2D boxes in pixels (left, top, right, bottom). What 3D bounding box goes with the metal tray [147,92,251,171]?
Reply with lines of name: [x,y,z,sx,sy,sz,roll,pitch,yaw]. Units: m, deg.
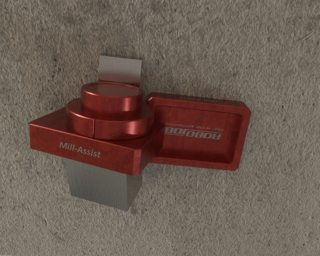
metal tray: [0.045,0.005,0.411,0.131,0.030,0.089,6,110,-3]

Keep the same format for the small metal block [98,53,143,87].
small metal block: [-0.049,-0.064,0.387,0.050,0.025,0.050,6,110,-3]

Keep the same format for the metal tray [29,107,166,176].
metal tray: [-0.069,0.008,0.360,0.131,0.090,0.030,13,111,14]

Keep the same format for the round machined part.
round machined part: [-0.055,-0.024,0.351,0.099,0.098,0.042,6,110,-3]

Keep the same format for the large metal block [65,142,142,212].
large metal block: [-0.069,0.051,0.395,0.080,0.050,0.079,12,124,14]
